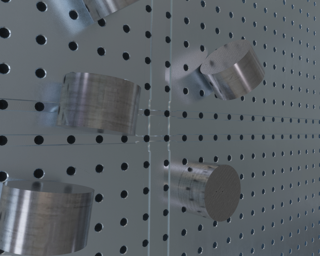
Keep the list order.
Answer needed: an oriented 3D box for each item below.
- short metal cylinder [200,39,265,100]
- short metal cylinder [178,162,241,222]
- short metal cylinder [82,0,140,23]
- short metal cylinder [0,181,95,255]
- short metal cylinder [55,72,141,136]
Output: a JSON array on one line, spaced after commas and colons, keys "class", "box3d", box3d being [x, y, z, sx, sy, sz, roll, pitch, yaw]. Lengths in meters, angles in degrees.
[{"class": "short metal cylinder", "box3d": [0.108, -0.087, 0.463, 0.050, 0.080, 0.080, 52, 60, -28]}, {"class": "short metal cylinder", "box3d": [0.073, 0.091, 0.454, 0.081, 0.050, 0.079, 0, 91, -40]}, {"class": "short metal cylinder", "box3d": [-0.048, -0.154, 0.332, 0.080, 0.080, 0.050, -41, 115, -32]}, {"class": "short metal cylinder", "box3d": [-0.105, 0.079, 0.286, 0.081, 0.080, 0.050, 11, 83, -40]}, {"class": "short metal cylinder", "box3d": [-0.062, -0.022, 0.321, 0.081, 0.080, 0.050, 11, 83, -40]}]
